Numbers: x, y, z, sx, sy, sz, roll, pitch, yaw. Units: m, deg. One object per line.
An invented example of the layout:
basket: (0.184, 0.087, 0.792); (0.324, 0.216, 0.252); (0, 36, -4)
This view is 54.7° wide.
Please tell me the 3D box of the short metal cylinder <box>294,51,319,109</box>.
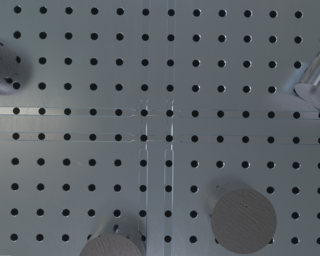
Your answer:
short metal cylinder: (0.220, -0.054, 0.387); (0.080, 0.080, 0.050); (33, 90, 0)

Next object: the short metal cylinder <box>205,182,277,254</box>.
short metal cylinder: (0.102, 0.114, 0.402); (0.081, 0.050, 0.079); (0, 90, 0)

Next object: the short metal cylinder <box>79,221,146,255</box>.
short metal cylinder: (-0.060, 0.168, 0.400); (0.081, 0.050, 0.079); (0, 90, 0)

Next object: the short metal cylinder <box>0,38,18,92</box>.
short metal cylinder: (-0.234, -0.086, 0.399); (0.081, 0.050, 0.079); (0, 90, 0)
